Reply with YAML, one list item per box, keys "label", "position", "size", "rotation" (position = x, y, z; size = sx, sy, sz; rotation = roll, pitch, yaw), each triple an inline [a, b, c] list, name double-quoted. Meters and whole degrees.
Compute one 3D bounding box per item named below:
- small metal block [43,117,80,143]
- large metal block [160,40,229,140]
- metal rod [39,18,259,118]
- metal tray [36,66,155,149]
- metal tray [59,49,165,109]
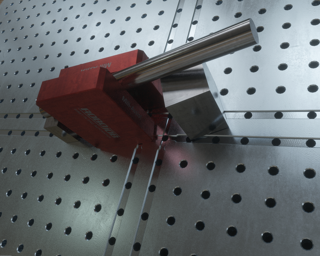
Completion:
- label: "small metal block"
  position: [-0.144, -0.012, 0.472]
  size: [0.025, 0.050, 0.050]
  rotation: [-8, 58, 24]
- label: "large metal block"
  position: [0.040, -0.044, 0.377]
  size: [0.050, 0.080, 0.080]
  rotation: [-20, 54, 16]
- label: "metal rod"
  position: [-0.037, -0.058, 0.365]
  size: [0.300, 0.025, 0.025]
  rotation: [-14, 56, 31]
- label: "metal tray"
  position: [-0.074, -0.018, 0.389]
  size: [0.090, 0.130, 0.030]
  rotation: [-9, 59, 23]
- label: "metal tray"
  position: [-0.064, -0.056, 0.432]
  size: [0.130, 0.090, 0.030]
  rotation: [-8, 59, 23]
